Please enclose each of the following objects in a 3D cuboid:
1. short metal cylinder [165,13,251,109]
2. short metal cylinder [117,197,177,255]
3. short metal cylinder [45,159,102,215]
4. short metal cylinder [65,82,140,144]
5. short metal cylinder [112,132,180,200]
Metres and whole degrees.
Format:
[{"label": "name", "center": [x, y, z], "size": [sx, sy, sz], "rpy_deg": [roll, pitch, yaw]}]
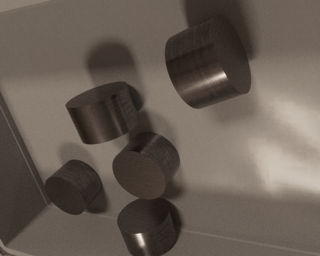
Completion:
[{"label": "short metal cylinder", "center": [0.049, -0.064, 0.307], "size": [0.050, 0.080, 0.080], "rpy_deg": [-18, 109, 35]}, {"label": "short metal cylinder", "center": [-0.019, 0.151, 0.475], "size": [0.080, 0.080, 0.050], "rpy_deg": [-2, 118, 28]}, {"label": "short metal cylinder", "center": [-0.147, 0.101, 0.530], "size": [0.080, 0.050, 0.079], "rpy_deg": [13, 124, 20]}, {"label": "short metal cylinder", "center": [-0.072, -0.021, 0.396], "size": [0.080, 0.080, 0.050], "rpy_deg": [-5, 116, 30]}, {"label": "short metal cylinder", "center": [-0.019, 0.052, 0.433], "size": [0.080, 0.050, 0.079], "rpy_deg": [13, 124, 20]}]
